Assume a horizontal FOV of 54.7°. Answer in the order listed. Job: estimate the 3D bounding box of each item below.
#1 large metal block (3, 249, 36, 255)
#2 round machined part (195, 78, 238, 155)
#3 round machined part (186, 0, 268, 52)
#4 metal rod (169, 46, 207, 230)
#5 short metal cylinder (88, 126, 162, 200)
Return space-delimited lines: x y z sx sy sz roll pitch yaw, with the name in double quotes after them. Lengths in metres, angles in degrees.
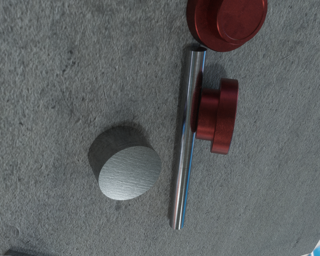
-0.193 0.222 0.423 0.080 0.050 0.080 -48 129 6 "large metal block"
0.072 -0.016 0.401 0.042 0.098 0.097 8 121 8 "round machined part"
0.084 -0.135 0.358 0.099 0.042 0.097 -14 124 -21 "round machined part"
0.036 0.033 0.446 0.025 0.025 0.298 -11 123 -23 "metal rod"
-0.045 0.044 0.393 0.081 0.050 0.079 -14 124 -21 "short metal cylinder"
